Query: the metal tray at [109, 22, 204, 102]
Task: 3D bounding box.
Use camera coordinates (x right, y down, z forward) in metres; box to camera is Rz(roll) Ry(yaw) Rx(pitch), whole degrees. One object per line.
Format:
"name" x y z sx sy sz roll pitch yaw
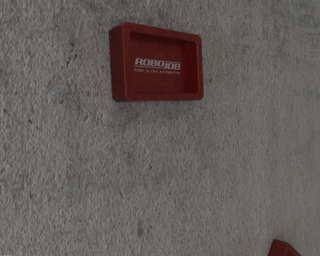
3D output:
"metal tray" 0.000 -0.080 0.400 0.131 0.030 0.089 -5 93 -40

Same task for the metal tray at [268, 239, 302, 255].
"metal tray" 0.252 0.290 0.612 0.130 0.030 0.090 44 64 -31
